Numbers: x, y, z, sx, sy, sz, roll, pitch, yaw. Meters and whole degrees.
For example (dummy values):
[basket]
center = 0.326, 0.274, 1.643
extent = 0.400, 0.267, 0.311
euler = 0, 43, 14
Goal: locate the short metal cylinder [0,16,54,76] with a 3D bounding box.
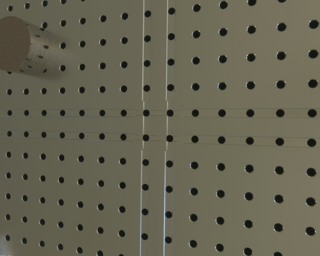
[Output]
[short metal cylinder]
center = -0.212, -0.123, 0.474
extent = 0.080, 0.050, 0.079
euler = 0, 90, 20
